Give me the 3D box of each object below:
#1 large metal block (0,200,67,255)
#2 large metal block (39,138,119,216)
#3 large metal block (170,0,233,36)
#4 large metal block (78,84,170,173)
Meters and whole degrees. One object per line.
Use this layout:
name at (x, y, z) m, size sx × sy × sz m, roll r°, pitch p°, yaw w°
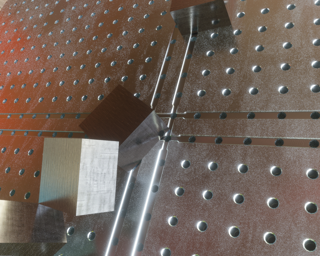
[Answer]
large metal block at (-0.170, 0.132, 0.368) m, size 0.080 × 0.080 × 0.050 m, roll -46°, pitch 47°, yaw 26°
large metal block at (-0.097, 0.053, 0.367) m, size 0.080 × 0.050 × 0.080 m, roll -1°, pitch 84°, yaw 42°
large metal block at (0.067, -0.198, 0.480) m, size 0.080 × 0.050 × 0.080 m, roll -5°, pitch 60°, yaw 26°
large metal block at (-0.049, -0.001, 0.419) m, size 0.080 × 0.050 × 0.080 m, roll -47°, pitch 51°, yaw -5°
